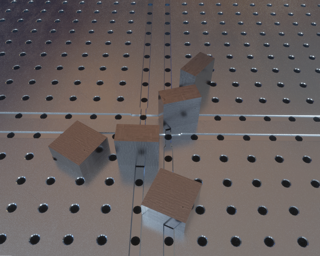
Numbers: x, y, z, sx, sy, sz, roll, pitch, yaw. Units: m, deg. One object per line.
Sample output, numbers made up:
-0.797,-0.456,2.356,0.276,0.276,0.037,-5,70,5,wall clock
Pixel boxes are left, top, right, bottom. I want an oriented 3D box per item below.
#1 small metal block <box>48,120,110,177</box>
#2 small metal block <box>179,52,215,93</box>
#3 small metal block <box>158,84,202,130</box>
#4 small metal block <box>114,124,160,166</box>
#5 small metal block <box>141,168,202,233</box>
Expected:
-0.100,0.024,0.386,0.050,0.025,0.050,27,55,20,small metal block
0.054,-0.075,0.455,0.025,0.050,0.050,31,56,23,small metal block
0.025,-0.028,0.415,0.050,0.050,0.025,-12,51,-10,small metal block
-0.026,0.021,0.373,0.050,0.050,0.025,2,50,1,small metal block
0.013,0.079,0.342,0.050,0.025,0.050,19,52,15,small metal block
